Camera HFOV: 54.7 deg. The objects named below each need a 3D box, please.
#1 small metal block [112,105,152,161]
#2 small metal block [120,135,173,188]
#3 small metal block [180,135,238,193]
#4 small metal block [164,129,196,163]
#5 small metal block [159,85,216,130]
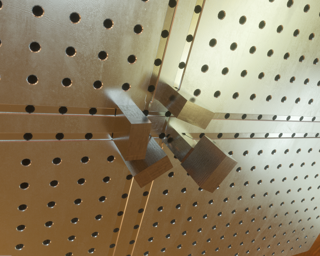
[{"bbox_3d":[-0.036,0.005,0.380,0.025,0.050,0.050,-3,120,-27],"label":"small metal block"},{"bbox_3d":[-0.018,0.044,0.414,0.050,0.050,0.025,-32,129,-8],"label":"small metal block"},{"bbox_3d":[0.061,0.045,0.394,0.025,0.050,0.050,30,101,-38],"label":"small metal block"},{"bbox_3d":[0.041,0.033,0.440,0.050,0.050,0.025,29,102,-38],"label":"small metal block"},{"bbox_3d":[0.034,-0.027,0.399,0.050,0.050,0.025,20,108,-36],"label":"small metal block"}]
